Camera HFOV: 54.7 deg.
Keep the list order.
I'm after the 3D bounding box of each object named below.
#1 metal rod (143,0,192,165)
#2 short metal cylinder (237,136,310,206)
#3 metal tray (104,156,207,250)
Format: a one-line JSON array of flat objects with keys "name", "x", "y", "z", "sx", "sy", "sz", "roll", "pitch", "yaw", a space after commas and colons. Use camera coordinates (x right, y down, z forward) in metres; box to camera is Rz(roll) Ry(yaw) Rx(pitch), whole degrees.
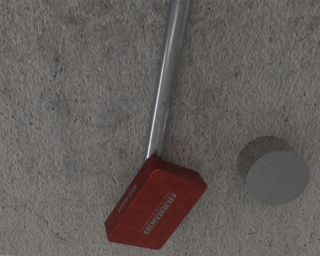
[{"name": "metal rod", "x": 0.011, "y": -0.075, "z": 0.382, "sx": 0.025, "sy": 0.025, "sz": 0.298, "roll": 9, "pitch": 110, "yaw": -4}, {"name": "short metal cylinder", "x": 0.151, "y": 0.057, "z": 0.419, "sx": 0.081, "sy": 0.050, "sz": 0.079, "roll": 0, "pitch": 110, "yaw": 0}, {"name": "metal tray", "x": -0.007, "y": 0.109, "z": 0.432, "sx": 0.091, "sy": 0.030, "sz": 0.129, "roll": 23, "pitch": 110, "yaw": -30}]
